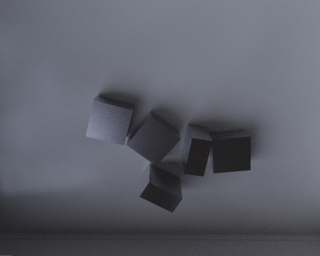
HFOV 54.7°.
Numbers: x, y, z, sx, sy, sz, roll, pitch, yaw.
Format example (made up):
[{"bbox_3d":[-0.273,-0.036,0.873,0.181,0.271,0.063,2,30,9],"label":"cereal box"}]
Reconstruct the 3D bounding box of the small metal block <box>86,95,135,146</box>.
[{"bbox_3d":[-0.065,-0.010,0.404,0.050,0.025,0.050,14,109,-6],"label":"small metal block"}]

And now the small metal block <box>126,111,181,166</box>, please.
[{"bbox_3d":[-0.009,0.014,0.414,0.050,0.025,0.050,37,106,-13],"label":"small metal block"}]

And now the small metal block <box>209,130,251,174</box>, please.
[{"bbox_3d":[0.095,0.032,0.422,0.050,0.025,0.050,-5,110,1],"label":"small metal block"}]

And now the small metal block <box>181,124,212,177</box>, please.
[{"bbox_3d":[0.047,0.028,0.407,0.025,0.050,0.050,9,110,-4],"label":"small metal block"}]

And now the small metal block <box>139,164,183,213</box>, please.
[{"bbox_3d":[0.001,0.082,0.426,0.050,0.050,0.025,29,108,-11],"label":"small metal block"}]
